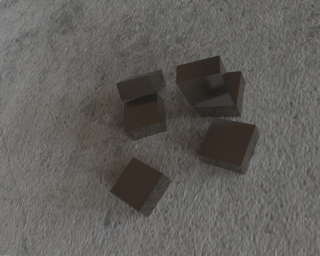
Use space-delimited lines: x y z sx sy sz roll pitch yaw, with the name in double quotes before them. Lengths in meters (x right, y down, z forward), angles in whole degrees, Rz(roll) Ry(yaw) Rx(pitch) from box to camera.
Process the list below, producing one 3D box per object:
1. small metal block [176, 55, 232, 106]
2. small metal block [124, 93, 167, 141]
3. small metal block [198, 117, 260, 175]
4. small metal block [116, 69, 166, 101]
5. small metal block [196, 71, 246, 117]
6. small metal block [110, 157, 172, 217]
"small metal block" 0.052 -0.053 0.360 0.050 0.050 0.025 -10 58 23
"small metal block" -0.020 -0.016 0.423 0.050 0.025 0.050 -17 55 17
"small metal block" 0.078 0.019 0.350 0.050 0.025 0.050 13 68 33
"small metal block" -0.025 -0.061 0.436 0.050 0.025 0.050 -10 15 22
"small metal block" 0.077 -0.042 0.388 0.050 0.025 0.050 0 62 27
"small metal block" -0.023 0.070 0.372 0.050 0.025 0.050 24 74 36
